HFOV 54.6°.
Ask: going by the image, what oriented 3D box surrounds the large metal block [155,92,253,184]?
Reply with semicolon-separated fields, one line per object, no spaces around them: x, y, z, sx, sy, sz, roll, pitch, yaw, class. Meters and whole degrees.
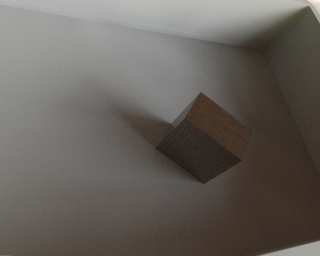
0.054;0.015;0.389;0.080;0.080;0.050;37;51;-4;large metal block
